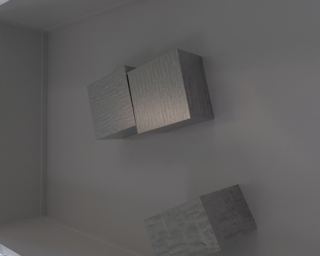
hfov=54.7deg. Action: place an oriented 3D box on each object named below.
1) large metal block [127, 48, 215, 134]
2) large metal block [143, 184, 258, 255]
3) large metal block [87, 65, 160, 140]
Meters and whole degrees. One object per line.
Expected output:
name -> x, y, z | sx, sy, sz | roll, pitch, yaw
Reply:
large metal block -> 0.012, -0.041, 0.381 | 0.080, 0.050, 0.080 | -17, 79, 39
large metal block -> 0.044, 0.104, 0.335 | 0.080, 0.081, 0.050 | -33, 70, 35
large metal block -> -0.051, -0.032, 0.433 | 0.080, 0.050, 0.080 | -19, 78, 38
